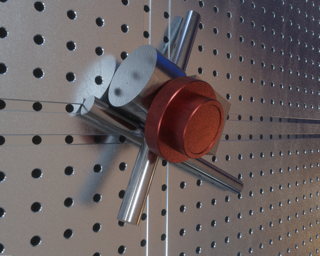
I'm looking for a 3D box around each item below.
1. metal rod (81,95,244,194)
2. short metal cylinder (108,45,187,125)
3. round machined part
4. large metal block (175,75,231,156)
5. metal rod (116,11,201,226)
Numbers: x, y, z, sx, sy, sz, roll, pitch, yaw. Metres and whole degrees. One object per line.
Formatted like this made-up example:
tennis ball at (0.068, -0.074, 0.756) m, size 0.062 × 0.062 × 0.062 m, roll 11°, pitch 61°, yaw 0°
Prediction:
metal rod at (0.025, 0.037, 0.431) m, size 0.301 × 0.025 × 0.025 m, roll 31°, pitch 71°, yaw -36°
short metal cylinder at (-0.015, -0.049, 0.362) m, size 0.050 × 0.080 × 0.080 m, roll 32°, pitch 70°, yaw -36°
round machined part at (0.034, -0.005, 0.343) m, size 0.099 × 0.042 × 0.097 m, roll -24°, pitch 127°, yaw -37°
large metal block at (0.045, -0.015, 0.428) m, size 0.080 × 0.050 × 0.080 m, roll 32°, pitch 70°, yaw -36°
metal rod at (0.006, -0.030, 0.391) m, size 0.025 × 0.025 × 0.300 m, roll 35°, pitch 61°, yaw -35°
